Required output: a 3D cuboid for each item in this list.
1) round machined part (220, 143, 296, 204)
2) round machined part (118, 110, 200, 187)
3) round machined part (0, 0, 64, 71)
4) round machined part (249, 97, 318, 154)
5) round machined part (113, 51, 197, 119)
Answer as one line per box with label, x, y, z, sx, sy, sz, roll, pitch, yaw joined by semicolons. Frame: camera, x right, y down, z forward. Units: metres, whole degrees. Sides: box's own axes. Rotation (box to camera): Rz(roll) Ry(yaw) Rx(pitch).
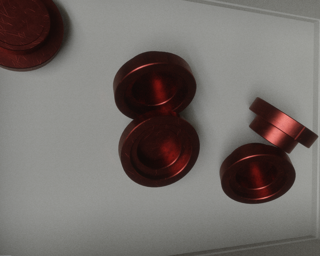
round machined part;0.133;0.059;0.435;0.099;0.042;0.097;1;128;1
round machined part;-0.003;0.022;0.389;0.099;0.042;0.097;-7;115;-15
round machined part;-0.158;-0.115;0.343;0.099;0.042;0.097;0;90;-21
round machined part;0.167;0.000;0.440;0.098;0.098;0.042;29;103;-18
round machined part;-0.008;-0.055;0.380;0.099;0.097;0.042;3;49;-21
